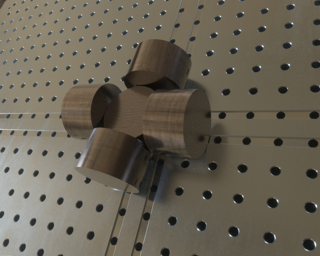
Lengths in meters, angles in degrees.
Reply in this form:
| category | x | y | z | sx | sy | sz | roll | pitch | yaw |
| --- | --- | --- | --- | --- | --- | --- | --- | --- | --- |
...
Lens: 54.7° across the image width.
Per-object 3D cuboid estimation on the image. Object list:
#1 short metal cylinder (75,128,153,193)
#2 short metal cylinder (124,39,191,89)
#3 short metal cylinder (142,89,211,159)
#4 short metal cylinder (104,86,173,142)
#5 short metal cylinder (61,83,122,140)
| category | x | y | z | sx | sy | sz | roll | pitch | yaw |
| --- | --- | --- | --- | --- | --- | --- | --- | --- | --- |
| short metal cylinder | -0.054 | 0.041 | 0.375 | 0.080 | 0.080 | 0.050 | 6 | 65 | 31 |
| short metal cylinder | -0.002 | -0.073 | 0.419 | 0.080 | 0.080 | 0.050 | 3 | 63 | 29 |
| short metal cylinder | 0.022 | -0.006 | 0.365 | 0.050 | 0.080 | 0.080 | 4 | 64 | 30 |
| short metal cylinder | -0.027 | -0.009 | 0.412 | 0.080 | 0.050 | 0.080 | -12 | 57 | 20 |
| short metal cylinder | -0.089 | -0.021 | 0.433 | 0.050 | 0.080 | 0.080 | 2 | 63 | 28 |
